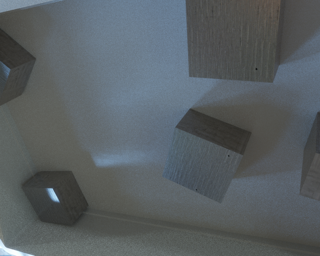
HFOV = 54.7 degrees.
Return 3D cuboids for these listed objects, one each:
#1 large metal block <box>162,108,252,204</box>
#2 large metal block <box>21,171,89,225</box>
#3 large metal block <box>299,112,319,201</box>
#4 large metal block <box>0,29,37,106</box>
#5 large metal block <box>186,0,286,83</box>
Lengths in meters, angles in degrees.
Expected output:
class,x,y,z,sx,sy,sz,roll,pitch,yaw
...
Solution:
class,x,y,z,sx,sy,sz,roll,pitch,yaw
large metal block,0.056,0.034,0.383,0.080,0.050,0.079,23,127,14
large metal block,-0.191,0.126,0.568,0.080,0.050,0.080,-5,116,30
large metal block,0.185,0.033,0.296,0.080,0.080,0.050,15,125,19
large metal block,-0.243,-0.092,0.458,0.080,0.050,0.080,40,126,-2
large metal block,0.073,-0.093,0.296,0.080,0.050,0.079,8,122,23
